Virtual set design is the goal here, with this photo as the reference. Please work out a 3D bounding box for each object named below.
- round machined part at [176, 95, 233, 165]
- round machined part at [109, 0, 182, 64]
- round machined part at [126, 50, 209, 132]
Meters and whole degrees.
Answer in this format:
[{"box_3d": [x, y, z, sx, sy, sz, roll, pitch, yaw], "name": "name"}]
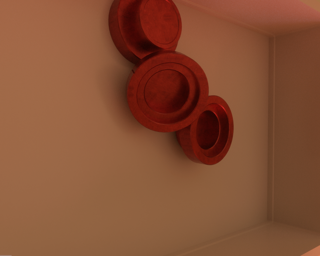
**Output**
[{"box_3d": [0.061, 0.002, 0.446, 0.099, 0.042, 0.097, -4, 96, -43], "name": "round machined part"}, {"box_3d": [-0.011, -0.129, 0.388, 0.099, 0.042, 0.097, 0, 90, -40], "name": "round machined part"}, {"box_3d": [0.007, -0.047, 0.383, 0.099, 0.042, 0.097, -5, 113, -11], "name": "round machined part"}]
